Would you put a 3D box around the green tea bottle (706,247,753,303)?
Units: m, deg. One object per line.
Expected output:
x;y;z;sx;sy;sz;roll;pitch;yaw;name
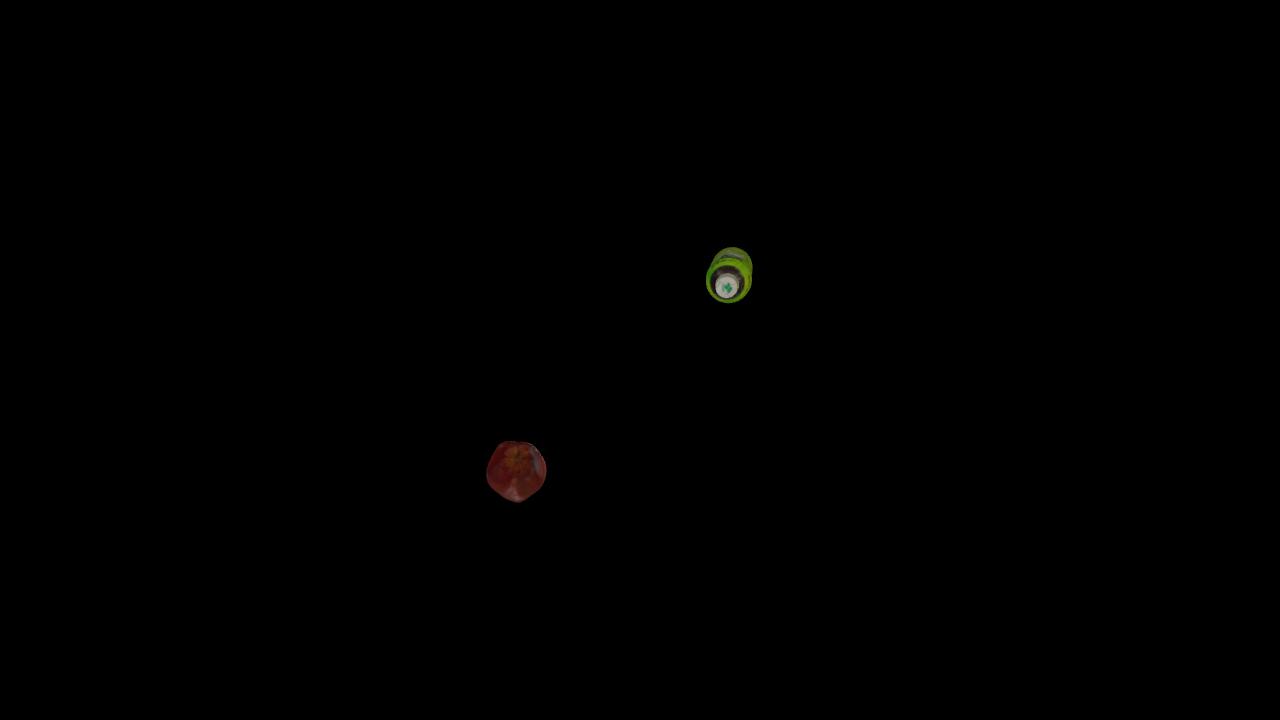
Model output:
0.136;-0.129;0.940;0.073;0.073;0.212;0;15;12;green tea bottle

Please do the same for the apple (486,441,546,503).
-0.163;0.144;0.810;0.079;0.079;0.093;0;-30;-8;apple
